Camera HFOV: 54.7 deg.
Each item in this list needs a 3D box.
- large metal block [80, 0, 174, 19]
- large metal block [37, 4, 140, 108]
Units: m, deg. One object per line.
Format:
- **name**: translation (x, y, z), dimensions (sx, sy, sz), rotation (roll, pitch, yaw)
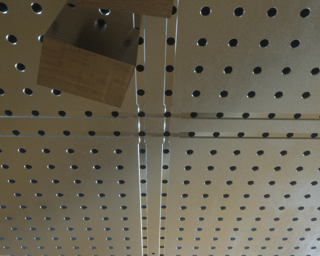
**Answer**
- **large metal block**: translation (-0.024, -0.149, 0.268), dimensions (0.081, 0.050, 0.079), rotation (6, 130, -6)
- **large metal block**: translation (-0.068, -0.074, 0.312), dimensions (0.081, 0.080, 0.050), rotation (16, 128, -14)
